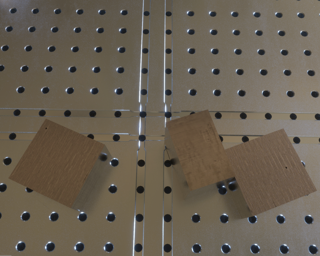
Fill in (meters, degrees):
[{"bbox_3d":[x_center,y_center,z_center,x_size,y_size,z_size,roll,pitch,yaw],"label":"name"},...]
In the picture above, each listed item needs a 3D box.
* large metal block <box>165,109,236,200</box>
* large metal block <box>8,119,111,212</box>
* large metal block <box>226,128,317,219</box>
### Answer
[{"bbox_3d":[0.042,0.035,0.370,0.050,0.080,0.080,-17,71,-6],"label":"large metal block"},{"bbox_3d":[-0.118,0.047,0.380,0.080,0.050,0.080,23,71,8],"label":"large metal block"},{"bbox_3d":[0.125,0.057,0.379,0.081,0.050,0.080,-19,71,-7],"label":"large metal block"}]
